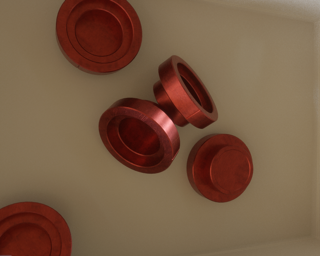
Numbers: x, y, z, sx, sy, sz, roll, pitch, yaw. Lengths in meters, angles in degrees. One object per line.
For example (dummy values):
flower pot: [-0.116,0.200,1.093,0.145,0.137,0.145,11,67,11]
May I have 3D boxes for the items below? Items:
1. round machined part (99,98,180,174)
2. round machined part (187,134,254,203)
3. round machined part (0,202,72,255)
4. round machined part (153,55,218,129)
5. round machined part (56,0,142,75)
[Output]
round machined part: [-0.021,0.005,0.373,0.098,0.098,0.042,50,44,-14]
round machined part: [0.091,0.057,0.437,0.099,0.042,0.097,0,90,-21]
round machined part: [-0.147,0.133,0.334,0.099,0.042,0.098,8,61,-14]
round machined part: [0.029,-0.040,0.394,0.042,0.098,0.098,-33,105,23]
round machined part: [-0.075,-0.112,0.374,0.099,0.042,0.097,0,90,-21]
